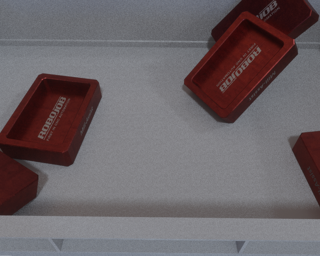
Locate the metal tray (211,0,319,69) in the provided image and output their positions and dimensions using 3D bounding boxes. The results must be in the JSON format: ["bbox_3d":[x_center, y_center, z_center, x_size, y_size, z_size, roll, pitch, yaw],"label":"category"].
[{"bbox_3d":[0.147,-0.150,0.453,0.030,0.129,0.090,-2,60,-46],"label":"metal tray"}]

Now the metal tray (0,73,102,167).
[{"bbox_3d":[-0.141,-0.016,0.413,0.090,0.030,0.130,8,50,6],"label":"metal tray"}]

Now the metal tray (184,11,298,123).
[{"bbox_3d":[0.106,-0.083,0.423,0.130,0.030,0.090,-49,58,11],"label":"metal tray"}]

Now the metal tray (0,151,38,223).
[{"bbox_3d":[-0.209,0.053,0.325,0.130,0.030,0.090,28,32,13],"label":"metal tray"}]

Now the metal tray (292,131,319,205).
[{"bbox_3d":[0.222,0.060,0.353,0.091,0.030,0.130,-5,50,-5],"label":"metal tray"}]
